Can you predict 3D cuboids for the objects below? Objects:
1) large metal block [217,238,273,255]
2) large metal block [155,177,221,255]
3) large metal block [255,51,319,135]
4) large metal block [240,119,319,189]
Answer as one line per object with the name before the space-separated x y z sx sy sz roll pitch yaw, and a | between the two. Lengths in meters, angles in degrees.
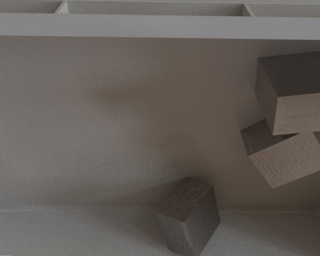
large metal block | 0.178 0.277 0.632 0.080 0.050 0.080 36 122 -27
large metal block | 0.046 0.136 0.471 0.050 0.080 0.080 9 127 38
large metal block | 0.156 -0.041 0.340 0.080 0.080 0.050 -6 130 4
large metal block | 0.167 0.027 0.417 0.080 0.050 0.080 -29 125 22
